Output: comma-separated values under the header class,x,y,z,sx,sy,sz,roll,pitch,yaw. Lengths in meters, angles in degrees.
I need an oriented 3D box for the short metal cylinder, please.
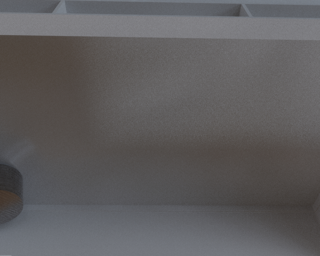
class,x,y,z,sx,sy,sz,roll,pitch,yaw
short metal cylinder,-0.247,0.099,0.459,0.081,0.050,0.079,-13,133,-14
